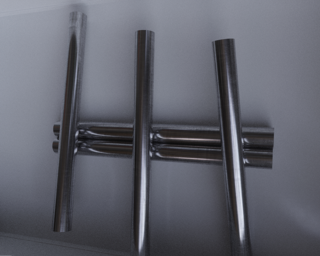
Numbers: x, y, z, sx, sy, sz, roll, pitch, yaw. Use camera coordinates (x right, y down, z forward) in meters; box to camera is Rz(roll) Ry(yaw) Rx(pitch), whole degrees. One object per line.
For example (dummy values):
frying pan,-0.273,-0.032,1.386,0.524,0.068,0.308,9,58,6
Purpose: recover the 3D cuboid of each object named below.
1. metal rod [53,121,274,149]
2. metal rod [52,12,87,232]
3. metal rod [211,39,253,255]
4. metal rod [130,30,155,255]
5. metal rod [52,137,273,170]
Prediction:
metal rod,-0.009,0.007,0.412,0.301,0.025,0.025,2,91,19
metal rod,-0.123,-0.014,0.426,0.025,0.025,0.298,-1,81,19
metal rod,0.086,0.052,0.355,0.025,0.025,0.298,-4,97,19
metal rod,-0.022,0.030,0.390,0.025,0.025,0.298,2,91,19
metal rod,-0.010,0.031,0.412,0.301,0.025,0.025,2,91,19
